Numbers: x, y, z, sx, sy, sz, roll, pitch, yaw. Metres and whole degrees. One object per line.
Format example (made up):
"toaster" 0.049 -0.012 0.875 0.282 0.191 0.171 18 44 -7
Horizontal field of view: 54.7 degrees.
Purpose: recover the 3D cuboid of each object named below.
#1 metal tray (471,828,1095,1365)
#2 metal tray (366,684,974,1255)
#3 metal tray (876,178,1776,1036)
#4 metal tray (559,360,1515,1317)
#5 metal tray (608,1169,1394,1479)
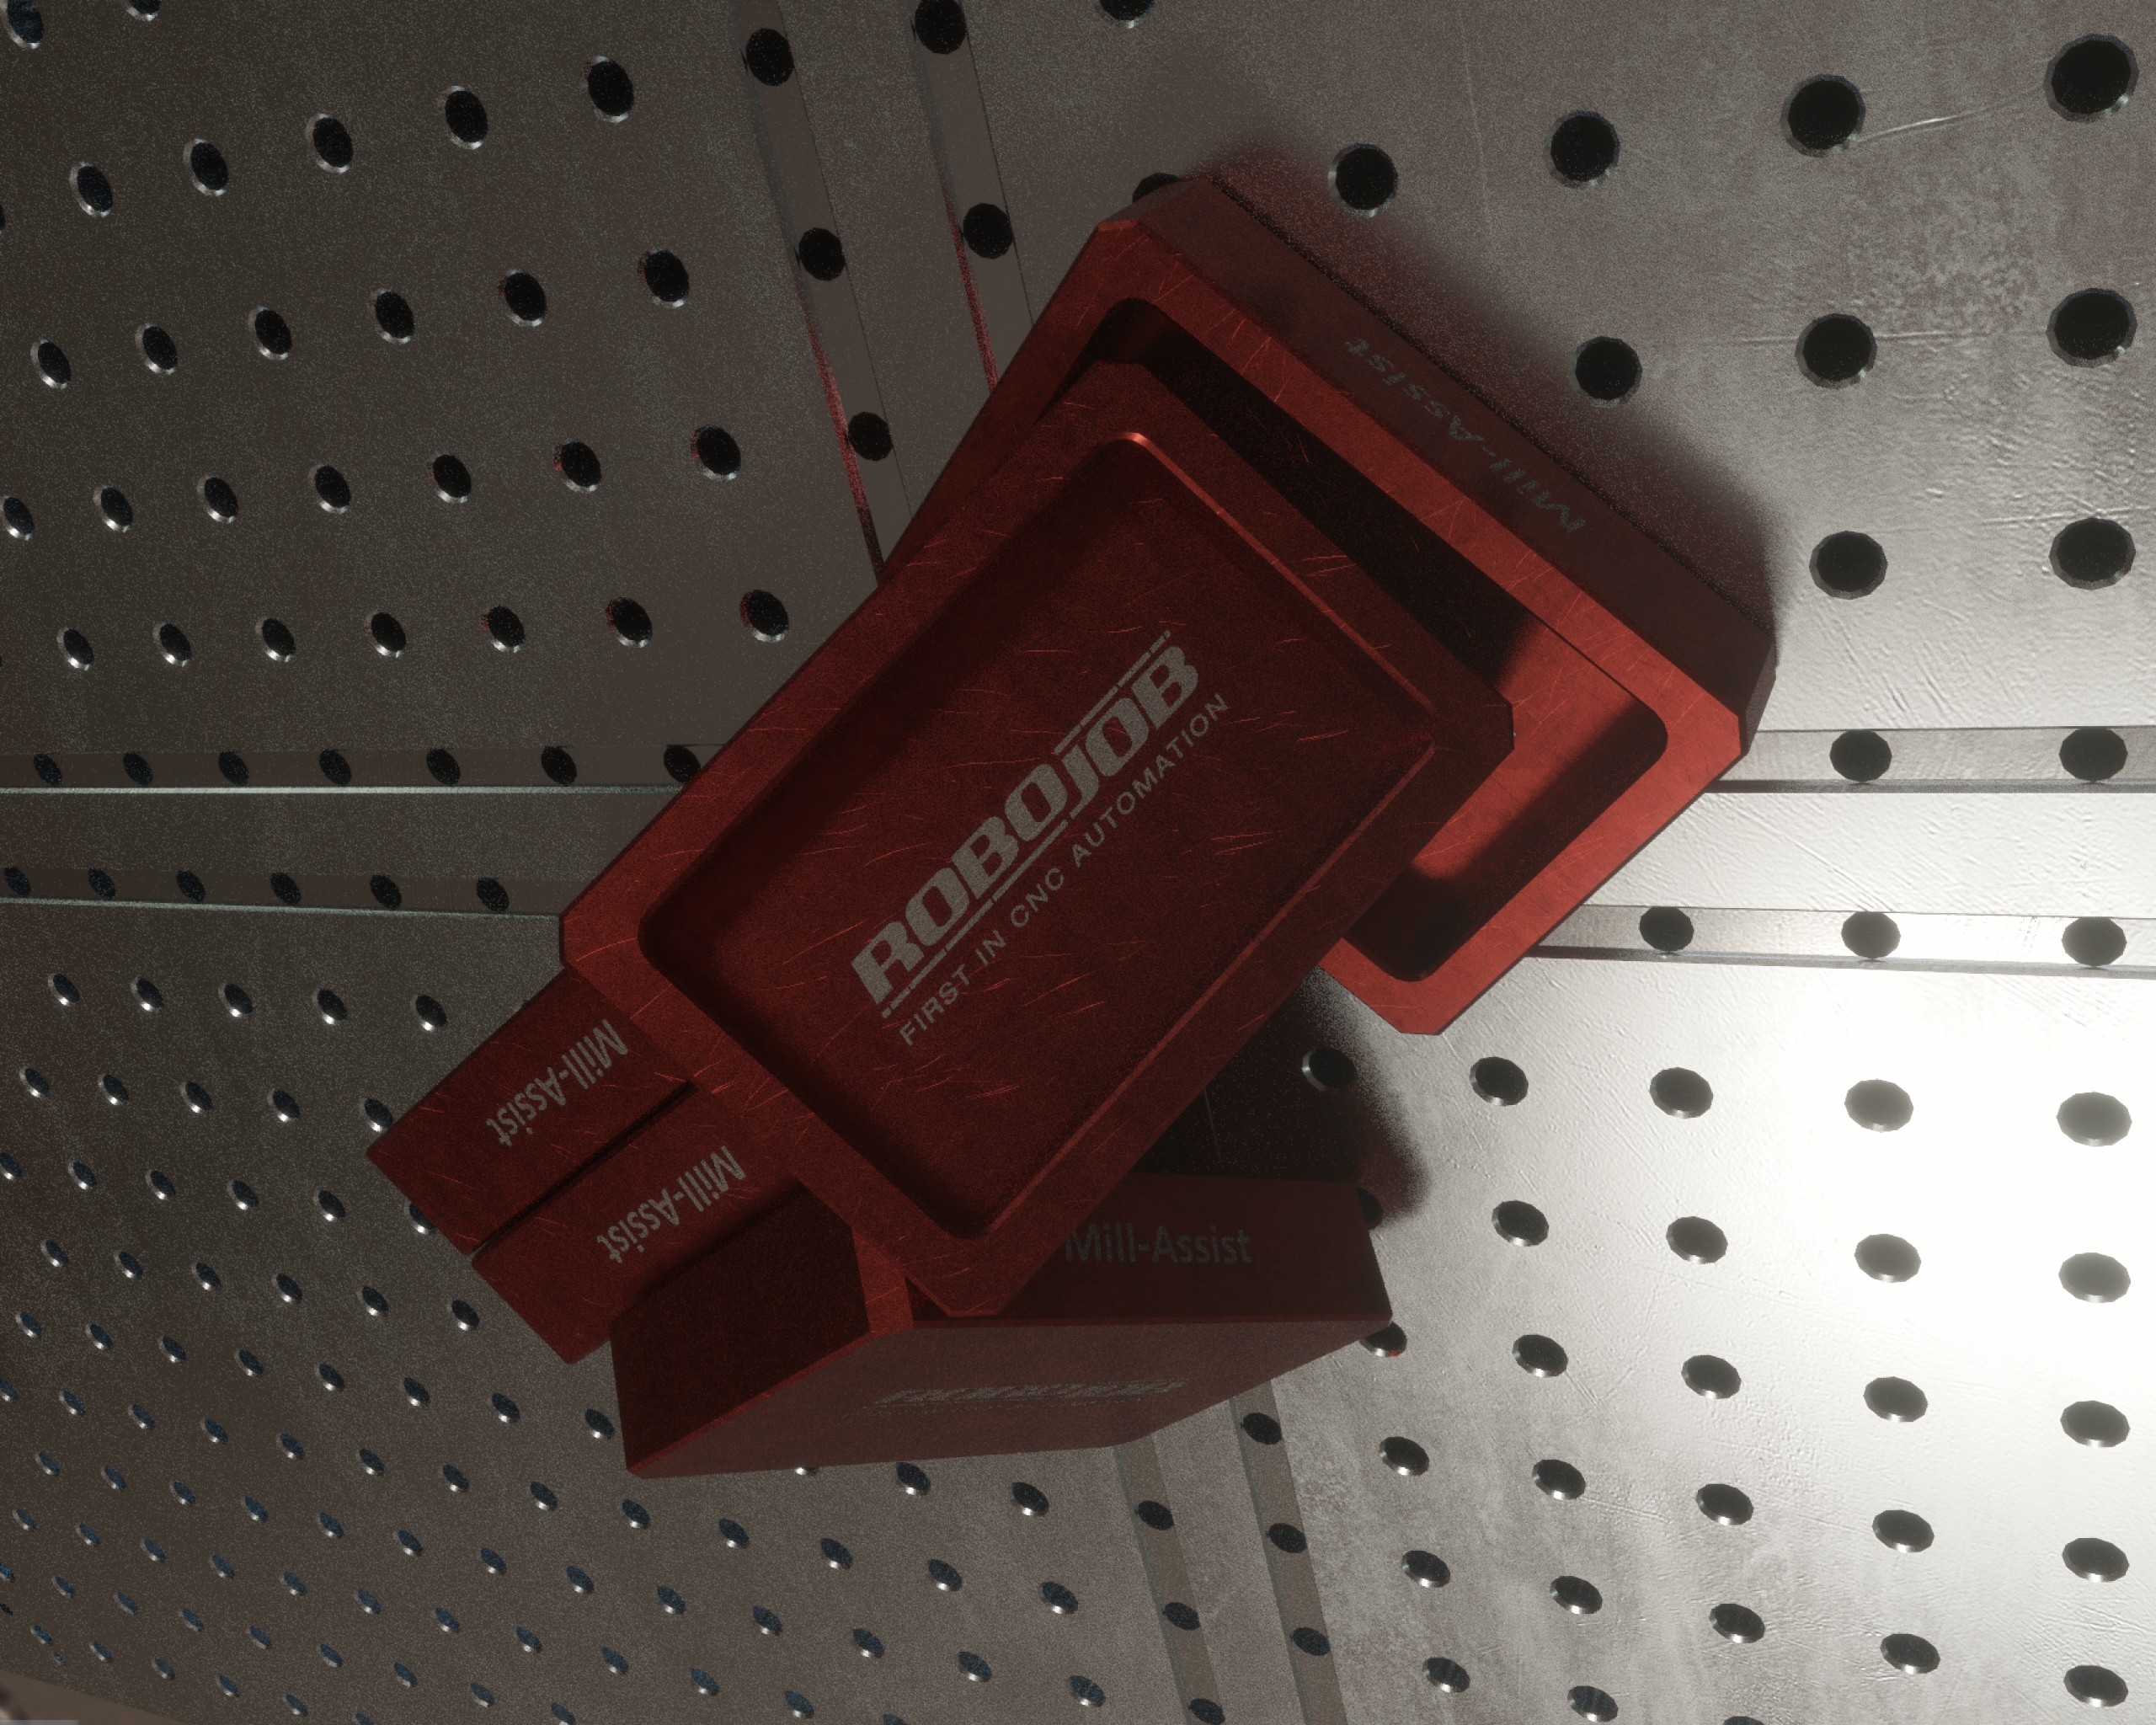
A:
"metal tray" -0.057 0.043 0.422 0.030 0.090 0.129 49 128 -6
"metal tray" -0.078 0.020 0.420 0.030 0.090 0.129 49 128 -6
"metal tray" 0.040 -0.041 0.359 0.130 0.030 0.089 39 129 1
"metal tray" -0.006 -0.004 0.337 0.090 0.030 0.130 43 84 -2
"metal tray" -0.013 0.091 0.413 0.090 0.131 0.030 -36 57 39
